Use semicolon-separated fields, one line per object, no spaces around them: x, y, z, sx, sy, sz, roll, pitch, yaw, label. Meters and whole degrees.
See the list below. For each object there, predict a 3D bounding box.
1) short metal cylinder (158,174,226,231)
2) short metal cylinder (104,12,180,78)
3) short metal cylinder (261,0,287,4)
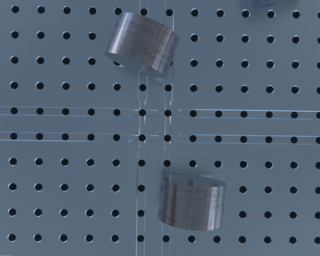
0.040;0.090;0.387;0.081;0.080;0.050;5;90;-1;short metal cylinder
-0.022;-0.100;0.386;0.080;0.080;0.050;21;90;-1;short metal cylinder
0.162;-0.198;0.388;0.080;0.080;0.050;-14;90;0;short metal cylinder
